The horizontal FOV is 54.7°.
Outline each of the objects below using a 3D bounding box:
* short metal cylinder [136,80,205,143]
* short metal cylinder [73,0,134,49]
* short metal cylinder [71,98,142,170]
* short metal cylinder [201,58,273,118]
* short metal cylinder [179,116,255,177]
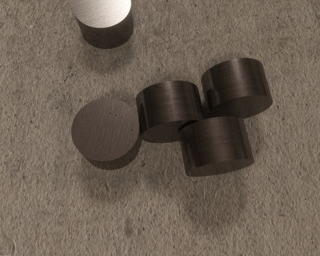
[{"bbox_3d":[0.013,-0.018,0.386,0.081,0.080,0.050,-8,71,-3],"label":"short metal cylinder"},{"bbox_3d":[-0.081,-0.164,0.454,0.081,0.050,0.080,0,70,0],"label":"short metal cylinder"},{"bbox_3d":[-0.065,0.009,0.391,0.081,0.050,0.080,0,70,0],"label":"short metal cylinder"},{"bbox_3d":[0.097,-0.046,0.397,0.081,0.080,0.050,-7,70,-3],"label":"short metal cylinder"},{"bbox_3d":[0.066,0.025,0.371,0.081,0.080,0.050,-8,71,-3],"label":"short metal cylinder"}]
